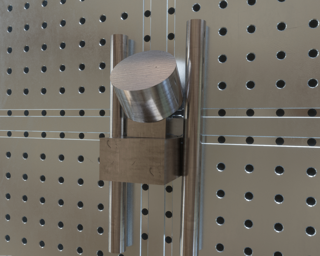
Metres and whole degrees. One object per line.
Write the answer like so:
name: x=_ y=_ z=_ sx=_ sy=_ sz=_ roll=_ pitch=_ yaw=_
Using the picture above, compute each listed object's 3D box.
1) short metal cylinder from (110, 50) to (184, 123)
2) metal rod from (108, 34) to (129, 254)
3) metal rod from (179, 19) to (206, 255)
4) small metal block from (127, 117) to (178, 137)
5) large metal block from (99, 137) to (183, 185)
short metal cylinder: x=-0.015 y=-0.052 z=0.381 sx=0.080 sy=0.050 sz=0.080 roll=-9 pitch=44 yaw=9
metal rod: x=-0.058 y=0.022 z=0.433 sx=0.025 sy=0.025 sz=0.298 roll=1 pitch=90 yaw=20
metal rod: x=0.042 y=0.014 z=0.398 sx=0.025 sy=0.025 sz=0.298 roll=2 pitch=91 yaw=20
small metal block: x=-0.008 y=-0.001 z=0.402 sx=0.050 sy=0.050 sz=0.025 roll=2 pitch=91 yaw=19
large metal block: x=-0.019 y=0.037 z=0.388 sx=0.080 sy=0.080 sz=0.050 roll=1 pitch=91 yaw=20
